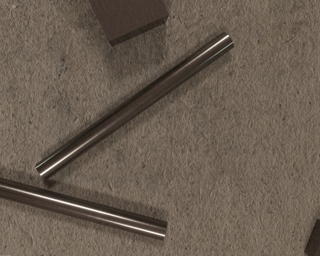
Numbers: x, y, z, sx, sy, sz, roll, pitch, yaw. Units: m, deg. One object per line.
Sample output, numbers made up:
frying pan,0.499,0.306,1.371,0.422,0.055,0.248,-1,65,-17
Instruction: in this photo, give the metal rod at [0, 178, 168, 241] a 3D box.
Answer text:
metal rod,-0.139,0.097,0.408,0.302,0.025,0.025,15,90,-1

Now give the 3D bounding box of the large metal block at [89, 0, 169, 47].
large metal block,-0.044,-0.159,0.392,0.080,0.050,0.080,-25,98,-1

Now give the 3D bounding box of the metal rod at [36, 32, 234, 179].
metal rod,-0.032,-0.030,0.409,0.301,0.025,0.025,-35,90,-1

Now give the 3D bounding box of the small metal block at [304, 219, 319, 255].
small metal block,0.230,0.157,0.413,0.050,0.025,0.050,21,90,-1
